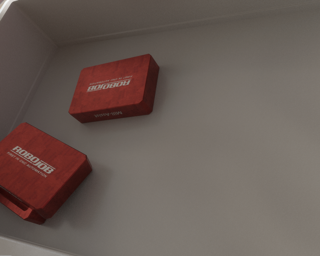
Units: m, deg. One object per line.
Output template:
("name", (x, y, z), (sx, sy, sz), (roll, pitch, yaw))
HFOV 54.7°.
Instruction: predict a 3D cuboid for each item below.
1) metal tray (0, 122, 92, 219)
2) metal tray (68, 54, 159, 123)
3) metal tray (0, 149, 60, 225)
("metal tray", (-0.172, 0.053, 0.425), (0.130, 0.030, 0.090), (24, 57, 23))
("metal tray", (-0.071, -0.059, 0.476), (0.130, 0.030, 0.090), (-6, 59, 25))
("metal tray", (-0.198, 0.074, 0.460), (0.130, 0.030, 0.090), (17, 70, 34))
